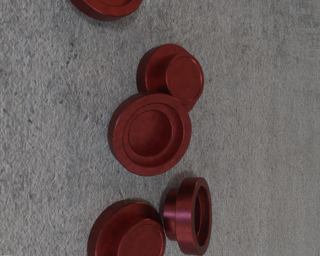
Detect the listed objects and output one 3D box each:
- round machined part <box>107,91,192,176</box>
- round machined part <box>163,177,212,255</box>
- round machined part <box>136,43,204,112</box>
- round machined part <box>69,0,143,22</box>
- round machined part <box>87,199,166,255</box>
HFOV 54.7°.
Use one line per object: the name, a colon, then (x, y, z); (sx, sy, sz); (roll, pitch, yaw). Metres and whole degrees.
round machined part: (-0.015, 0.004, 0.369); (0.099, 0.042, 0.097); (-7, 106, -25)
round machined part: (0.036, 0.114, 0.407); (0.098, 0.042, 0.097); (-4, 90, -67)
round machined part: (0.021, -0.063, 0.411); (0.099, 0.042, 0.097); (0, 90, -40)
round machined part: (-0.067, -0.165, 0.337); (0.099, 0.042, 0.097); (0, 90, -40)
round machined part: (-0.032, 0.138, 0.367); (0.099, 0.042, 0.097); (0, 90, -40)
